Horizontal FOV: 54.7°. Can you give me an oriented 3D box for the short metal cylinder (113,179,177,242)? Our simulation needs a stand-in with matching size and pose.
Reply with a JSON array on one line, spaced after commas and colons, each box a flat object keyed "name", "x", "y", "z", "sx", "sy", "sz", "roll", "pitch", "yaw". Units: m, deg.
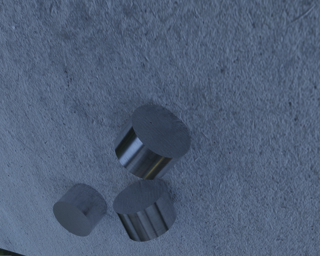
[{"name": "short metal cylinder", "x": -0.022, "y": 0.119, "z": 0.456, "sx": 0.080, "sy": 0.080, "sz": 0.050, "roll": -9, "pitch": 114, "yaw": 32}]

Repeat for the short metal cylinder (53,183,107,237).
[{"name": "short metal cylinder", "x": -0.143, "y": 0.147, "z": 0.557, "sx": 0.080, "sy": 0.050, "sz": 0.079, "roll": 13, "pitch": 124, "yaw": 21}]

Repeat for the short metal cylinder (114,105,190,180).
[{"name": "short metal cylinder", "x": -0.010, "y": 0.017, "z": 0.387, "sx": 0.080, "sy": 0.080, "sz": 0.050, "roll": 40, "pitch": 129, "yaw": 1}]
